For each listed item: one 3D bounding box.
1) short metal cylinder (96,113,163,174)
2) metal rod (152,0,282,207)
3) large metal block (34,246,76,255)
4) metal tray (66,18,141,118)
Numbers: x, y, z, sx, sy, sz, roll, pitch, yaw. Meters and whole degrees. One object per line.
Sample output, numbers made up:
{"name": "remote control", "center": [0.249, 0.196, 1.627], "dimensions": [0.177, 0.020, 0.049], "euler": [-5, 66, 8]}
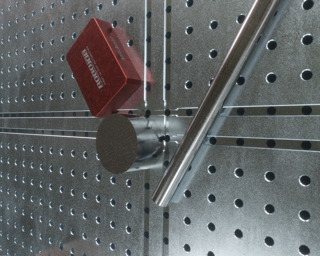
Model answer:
{"name": "short metal cylinder", "center": [-0.042, 0.020, 0.426], "dimensions": [0.080, 0.050, 0.079], "euler": [0, 90, 39]}
{"name": "metal rod", "center": [0.062, -0.031, 0.356], "dimensions": [0.025, 0.025, 0.298], "euler": [39, 114, 32]}
{"name": "large metal block", "center": [-0.176, 0.264, 0.535], "dimensions": [0.080, 0.050, 0.079], "euler": [8, 95, 39]}
{"name": "metal tray", "center": [-0.091, -0.092, 0.479], "dimensions": [0.090, 0.030, 0.130], "euler": [-42, 65, 31]}
